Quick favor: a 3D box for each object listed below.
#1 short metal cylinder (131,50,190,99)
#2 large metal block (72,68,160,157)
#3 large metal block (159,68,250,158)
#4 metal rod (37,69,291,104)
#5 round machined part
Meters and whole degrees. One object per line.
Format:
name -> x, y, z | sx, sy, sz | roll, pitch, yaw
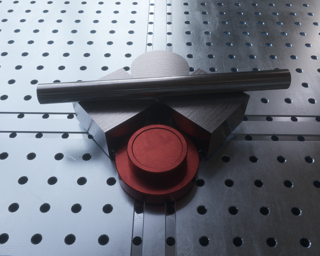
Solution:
short metal cylinder -> 0.000, -0.066, 0.442 | 0.081, 0.050, 0.080 | 0, 50, 0
large metal block -> -0.058, -0.023, 0.405 | 0.081, 0.050, 0.080 | -32, 59, -25
large metal block -> 0.055, -0.022, 0.402 | 0.080, 0.050, 0.080 | 35, 59, 25
metal rod -> 0.007, -0.051, 0.378 | 0.302, 0.025, 0.025 | -4, 50, -3
round machined part -> -0.003, 0.034, 0.362 | 0.099, 0.042, 0.098 | 0, 50, 0
